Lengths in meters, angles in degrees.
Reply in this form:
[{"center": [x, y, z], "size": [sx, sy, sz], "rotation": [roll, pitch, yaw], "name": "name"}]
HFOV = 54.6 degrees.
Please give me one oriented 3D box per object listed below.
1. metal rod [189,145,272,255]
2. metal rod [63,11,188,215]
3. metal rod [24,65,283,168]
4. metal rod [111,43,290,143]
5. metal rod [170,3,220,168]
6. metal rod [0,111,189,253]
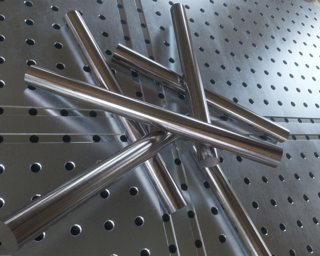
[{"center": [0.119, 0.150, 0.379], "size": [0.025, 0.025, 0.299], "rotation": [-17, 71, -35], "name": "metal rod"}, {"center": [-0.051, -0.030, 0.398], "size": [0.025, 0.025, 0.299], "rotation": [-20, 72, -35], "name": "metal rod"}, {"center": [-0.010, -0.015, 0.357], "size": [0.301, 0.025, 0.025], "rotation": [19, 53, 3], "name": "metal rod"}, {"center": [0.070, -0.048, 0.474], "size": [0.301, 0.025, 0.025], "rotation": [25, 53, -13], "name": "metal rod"}, {"center": [0.044, -0.082, 0.447], "size": [0.025, 0.025, 0.300], "rotation": [10, 52, -23], "name": "metal rod"}, {"center": [-0.025, 0.028, 0.331], "size": [0.025, 0.025, 0.302], "rotation": [50, 37, 7], "name": "metal rod"}]
